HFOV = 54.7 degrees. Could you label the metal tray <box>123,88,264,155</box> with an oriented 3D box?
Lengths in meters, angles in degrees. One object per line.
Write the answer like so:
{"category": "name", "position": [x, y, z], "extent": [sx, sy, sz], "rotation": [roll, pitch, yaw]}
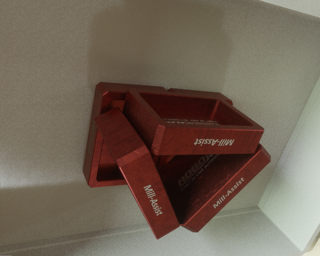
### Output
{"category": "metal tray", "position": [0.035, -0.008, 0.339], "extent": [0.131, 0.090, 0.030], "rotation": [2, 118, -29]}

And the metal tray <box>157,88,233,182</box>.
{"category": "metal tray", "position": [0.040, 0.013, 0.433], "extent": [0.091, 0.030, 0.129], "rotation": [1, 117, -29]}

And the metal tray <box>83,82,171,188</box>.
{"category": "metal tray", "position": [-0.041, 0.011, 0.389], "extent": [0.091, 0.030, 0.129], "rotation": [1, 117, -28]}

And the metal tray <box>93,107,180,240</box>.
{"category": "metal tray", "position": [-0.025, 0.051, 0.343], "extent": [0.030, 0.090, 0.129], "rotation": [-28, 128, -10]}

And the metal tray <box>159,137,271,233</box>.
{"category": "metal tray", "position": [0.060, 0.053, 0.390], "extent": [0.130, 0.090, 0.030], "rotation": [-46, 129, 4]}
